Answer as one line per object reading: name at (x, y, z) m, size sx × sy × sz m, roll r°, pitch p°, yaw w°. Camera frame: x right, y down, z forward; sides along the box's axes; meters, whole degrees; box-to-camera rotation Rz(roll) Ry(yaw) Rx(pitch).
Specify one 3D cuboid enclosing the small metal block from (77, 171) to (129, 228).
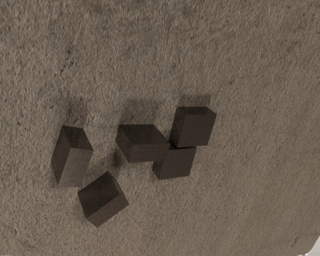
small metal block at (-0.076, 0.093, 0.408) m, size 0.050 × 0.050 × 0.025 m, roll -36°, pitch 129°, yaw -5°

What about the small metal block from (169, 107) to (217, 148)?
small metal block at (0.046, -0.002, 0.433) m, size 0.050 × 0.025 × 0.050 m, roll -2°, pitch 120°, yaw -28°

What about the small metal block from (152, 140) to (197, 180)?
small metal block at (0.020, 0.045, 0.448) m, size 0.050 × 0.025 × 0.050 m, roll -3°, pitch 120°, yaw -28°

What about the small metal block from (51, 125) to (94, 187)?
small metal block at (-0.102, 0.032, 0.356) m, size 0.025 × 0.050 × 0.050 m, roll 11°, pitch 113°, yaw -33°

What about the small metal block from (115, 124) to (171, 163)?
small metal block at (-0.023, 0.018, 0.391) m, size 0.050 × 0.050 × 0.025 m, roll 0°, pitch 119°, yaw -29°
